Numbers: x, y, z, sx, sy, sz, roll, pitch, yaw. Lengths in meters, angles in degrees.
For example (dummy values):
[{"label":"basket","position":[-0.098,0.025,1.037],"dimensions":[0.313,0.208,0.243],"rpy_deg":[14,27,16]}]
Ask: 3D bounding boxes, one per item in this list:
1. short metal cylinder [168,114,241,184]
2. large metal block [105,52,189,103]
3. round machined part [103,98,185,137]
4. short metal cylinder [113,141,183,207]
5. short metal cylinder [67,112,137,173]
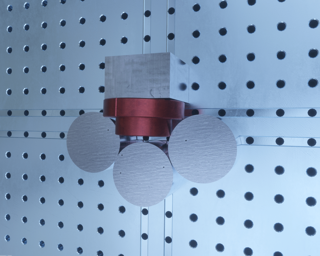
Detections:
[{"label":"short metal cylinder","position":[0.056,0.024,0.380],"dimensions":[0.080,0.050,0.079],"rpy_deg":[0,90,20]},{"label":"large metal block","position":[-0.013,-0.058,0.387],"dimensions":[0.080,0.080,0.050],"rpy_deg":[1,91,20]},{"label":"round machined part","position":[-0.020,-0.011,0.379],"dimensions":[0.098,0.098,0.042],"rpy_deg":[2,90,20]},{"label":"short metal cylinder","position":[-0.014,0.057,0.404],"dimensions":[0.080,0.050,0.079],"rpy_deg":[0,90,20]},{"label":"short metal cylinder","position":[-0.080,0.018,0.428],"dimensions":[0.080,0.050,0.079],"rpy_deg":[0,90,20]}]
